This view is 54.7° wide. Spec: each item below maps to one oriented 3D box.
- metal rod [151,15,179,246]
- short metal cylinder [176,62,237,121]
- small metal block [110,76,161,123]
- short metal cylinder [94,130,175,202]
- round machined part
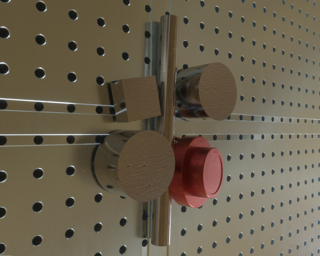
[{"bbox_3d":[0.007,0.002,0.410,0.025,0.025,0.298,4,88,-40],"label":"metal rod"},{"bbox_3d":[0.064,-0.050,0.442,0.081,0.050,0.079,0,90,-40],"label":"short metal cylinder"},{"bbox_3d":[-0.029,-0.036,0.380,0.050,0.025,0.050,-15,99,-39],"label":"small metal block"},{"bbox_3d":[-0.029,0.042,0.363,0.081,0.050,0.079,0,90,-40],"label":"short metal cylinder"},{"bbox_3d":[0.055,0.060,0.424,0.099,0.042,0.097,1,89,-56],"label":"round machined part"}]
